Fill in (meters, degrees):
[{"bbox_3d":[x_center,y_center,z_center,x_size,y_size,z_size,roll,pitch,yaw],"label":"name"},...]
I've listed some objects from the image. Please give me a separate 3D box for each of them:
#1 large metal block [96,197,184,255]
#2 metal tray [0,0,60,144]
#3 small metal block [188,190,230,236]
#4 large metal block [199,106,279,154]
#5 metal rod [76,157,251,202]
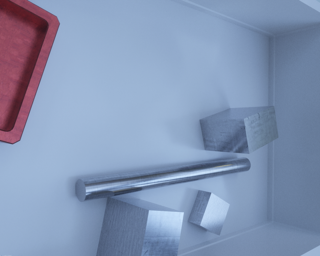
[{"bbox_3d":[-0.025,0.127,0.352,0.050,0.080,0.080,16,80,-39],"label":"large metal block"},{"bbox_3d":[-0.154,-0.059,0.274,0.090,0.030,0.129,23,76,-38],"label":"metal tray"},{"bbox_3d":[0.075,0.129,0.473,0.050,0.025,0.050,37,67,-34],"label":"small metal block"},{"bbox_3d":[0.121,0.001,0.475,0.081,0.080,0.050,-20,103,-39],"label":"large metal block"},{"bbox_3d":[0.029,0.065,0.433,0.302,0.025,0.025,-1,91,-40],"label":"metal rod"}]
